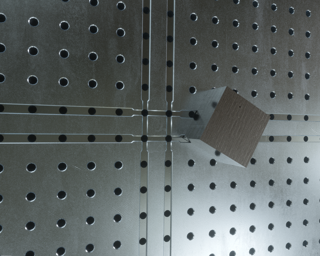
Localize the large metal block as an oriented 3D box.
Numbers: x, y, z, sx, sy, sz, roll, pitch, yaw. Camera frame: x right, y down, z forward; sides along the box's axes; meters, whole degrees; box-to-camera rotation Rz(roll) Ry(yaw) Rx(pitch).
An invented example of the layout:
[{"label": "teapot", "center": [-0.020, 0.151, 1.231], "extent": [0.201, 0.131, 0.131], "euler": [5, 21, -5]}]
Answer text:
[{"label": "large metal block", "center": [0.093, -0.001, 0.433], "extent": [0.080, 0.050, 0.080], "euler": [31, 80, -17]}]
